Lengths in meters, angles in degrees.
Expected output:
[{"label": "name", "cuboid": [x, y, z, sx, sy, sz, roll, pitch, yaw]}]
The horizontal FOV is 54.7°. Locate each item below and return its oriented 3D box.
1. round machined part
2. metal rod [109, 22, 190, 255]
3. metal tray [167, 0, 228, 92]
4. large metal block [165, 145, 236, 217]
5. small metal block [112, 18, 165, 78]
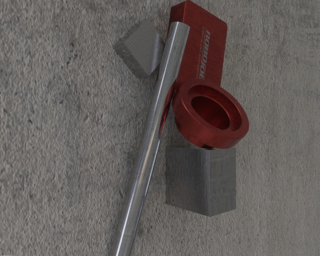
[{"label": "round machined part", "cuboid": [0.058, -0.013, 0.387, 0.099, 0.042, 0.098, 19, 43, -18]}, {"label": "metal rod", "cuboid": [-0.012, 0.017, 0.376, 0.025, 0.025, 0.299, 18, 84, -39]}, {"label": "metal tray", "cuboid": [0.051, -0.102, 0.443, 0.091, 0.030, 0.129, 13, 82, -39]}, {"label": "large metal block", "cuboid": [0.053, 0.065, 0.413, 0.050, 0.080, 0.079, -1, 91, -40]}, {"label": "small metal block", "cuboid": [-0.022, -0.098, 0.386, 0.050, 0.025, 0.050, 51, 60, -28]}]
